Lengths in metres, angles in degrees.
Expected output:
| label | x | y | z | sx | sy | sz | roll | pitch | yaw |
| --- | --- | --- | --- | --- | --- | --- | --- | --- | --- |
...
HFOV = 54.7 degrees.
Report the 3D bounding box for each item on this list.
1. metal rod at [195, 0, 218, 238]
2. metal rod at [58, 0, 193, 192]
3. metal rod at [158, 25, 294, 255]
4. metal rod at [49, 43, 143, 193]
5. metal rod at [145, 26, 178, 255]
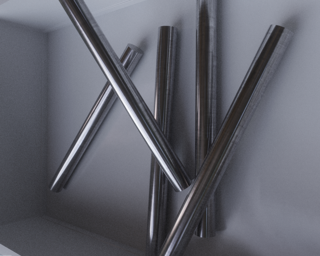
| label | x | y | z | sx | sy | sz | roll | pitch | yaw |
| --- | --- | --- | --- | --- | --- | --- | --- | --- | --- |
| metal rod | 0.054 | -0.025 | 0.362 | 0.025 | 0.025 | 0.298 | 1 | 90 | 40 |
| metal rod | -0.047 | -0.055 | 0.369 | 0.025 | 0.025 | 0.299 | -26 | 98 | 37 |
| metal rod | 0.060 | 0.037 | 0.331 | 0.025 | 0.025 | 0.298 | 31 | 101 | 35 |
| metal rod | -0.112 | -0.002 | 0.499 | 0.025 | 0.025 | 0.298 | 50 | 119 | 28 |
| metal rod | 0.002 | 0.021 | 0.405 | 0.025 | 0.025 | 0.298 | 6 | 94 | 40 |
